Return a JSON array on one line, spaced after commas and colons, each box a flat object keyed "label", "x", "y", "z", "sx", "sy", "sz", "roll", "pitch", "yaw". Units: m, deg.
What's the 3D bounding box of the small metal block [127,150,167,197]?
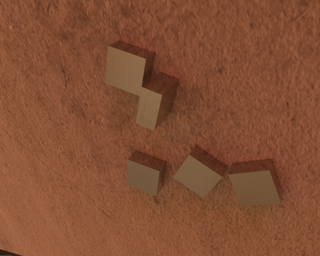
[{"label": "small metal block", "x": -0.020, "y": 0.067, "z": 0.457, "sx": 0.050, "sy": 0.025, "sz": 0.050, "roll": 18, "pitch": 126, "yaw": 17}]

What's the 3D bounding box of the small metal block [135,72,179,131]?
[{"label": "small metal block", "x": -0.003, "y": -0.033, "z": 0.371, "sx": 0.025, "sy": 0.050, "sz": 0.050, "roll": 23, "pitch": 127, "yaw": 14}]

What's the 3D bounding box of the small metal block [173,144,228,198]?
[{"label": "small metal block", "x": 0.053, "y": 0.058, "z": 0.414, "sx": 0.050, "sy": 0.025, "sz": 0.050, "roll": 34, "pitch": 129, "yaw": 5}]

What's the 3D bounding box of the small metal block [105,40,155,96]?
[{"label": "small metal block", "x": -0.037, "y": -0.073, "z": 0.380, "sx": 0.050, "sy": 0.025, "sz": 0.050, "roll": 22, "pitch": 127, "yaw": 14}]

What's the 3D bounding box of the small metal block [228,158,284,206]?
[{"label": "small metal block", "x": 0.120, "y": 0.068, "z": 0.385, "sx": 0.050, "sy": 0.025, "sz": 0.050, "roll": -12, "pitch": 113, "yaw": 33}]
